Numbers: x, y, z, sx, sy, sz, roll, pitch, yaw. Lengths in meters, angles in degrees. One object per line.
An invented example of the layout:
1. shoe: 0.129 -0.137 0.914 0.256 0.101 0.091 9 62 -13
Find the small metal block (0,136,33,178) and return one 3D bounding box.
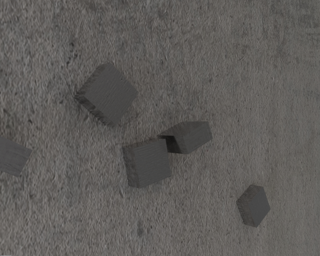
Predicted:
1. small metal block: -0.147 0.019 0.265 0.050 0.050 0.025 34 69 -35

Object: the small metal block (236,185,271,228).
1. small metal block: 0.164 0.136 0.542 0.050 0.025 0.050 -36 112 -34

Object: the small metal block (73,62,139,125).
1. small metal block: -0.060 -0.038 0.354 0.050 0.025 0.050 46 63 -31

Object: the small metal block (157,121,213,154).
1. small metal block: 0.033 0.012 0.416 0.050 0.050 0.025 -28 108 -37

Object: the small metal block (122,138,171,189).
1. small metal block: -0.016 0.043 0.391 0.050 0.025 0.050 -15 100 -39
